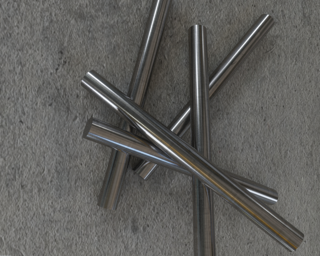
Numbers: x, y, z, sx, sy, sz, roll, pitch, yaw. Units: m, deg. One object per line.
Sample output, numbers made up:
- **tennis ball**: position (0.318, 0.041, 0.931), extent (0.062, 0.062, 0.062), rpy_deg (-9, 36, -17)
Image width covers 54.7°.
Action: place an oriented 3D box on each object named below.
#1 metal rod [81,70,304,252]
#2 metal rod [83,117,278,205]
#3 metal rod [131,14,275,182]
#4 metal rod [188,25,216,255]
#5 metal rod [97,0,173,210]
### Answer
- **metal rod**: position (0.029, 0.031, 0.355), extent (0.300, 0.025, 0.025), rpy_deg (38, 77, 9)
- **metal rod**: position (0.046, 0.052, 0.405), extent (0.302, 0.025, 0.025), rpy_deg (23, 82, -26)
- **metal rod**: position (0.067, -0.051, 0.433), extent (0.025, 0.025, 0.300), rpy_deg (44, 76, -15)
- **metal rod**: position (0.051, 0.008, 0.389), extent (0.025, 0.025, 0.299), rpy_deg (6, 73, -20)
- **metal rod**: position (-0.028, -0.046, 0.398), extent (0.025, 0.025, 0.299), rpy_deg (16, 85, -19)
